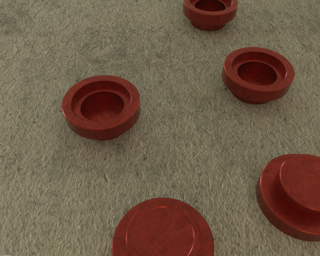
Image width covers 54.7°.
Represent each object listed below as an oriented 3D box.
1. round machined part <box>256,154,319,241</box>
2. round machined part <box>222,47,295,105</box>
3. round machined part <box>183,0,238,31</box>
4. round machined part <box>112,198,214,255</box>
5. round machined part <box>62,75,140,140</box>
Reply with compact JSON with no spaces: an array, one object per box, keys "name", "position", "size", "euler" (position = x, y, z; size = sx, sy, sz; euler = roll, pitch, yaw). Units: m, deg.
[{"name":"round machined part","position":[0.159,0.067,0.337],"size":[0.099,0.042,0.098],"euler":[0,50,0]},{"name":"round machined part","position":[0.140,-0.072,0.454],"size":[0.099,0.042,0.098],"euler":[0,50,0]},{"name":"round machined part","position":[0.092,-0.217,0.575],"size":[0.099,0.042,0.098],"euler":[0,50,0]},{"name":"round machined part","position":[0.003,0.111,0.299],"size":[0.099,0.042,0.098],"euler":[0,50,0]},{"name":"round machined part","position":[-0.075,-0.022,0.410],"size":[0.099,0.042,0.098],"euler":[0,50,0]}]
